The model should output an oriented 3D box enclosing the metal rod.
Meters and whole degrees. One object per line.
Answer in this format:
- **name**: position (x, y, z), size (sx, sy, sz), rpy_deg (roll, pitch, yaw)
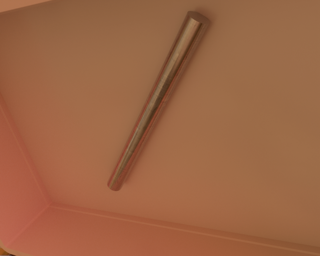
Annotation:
- **metal rod**: position (-0.017, -0.011, 0.409), size (0.025, 0.025, 0.298), rpy_deg (33, 129, 6)
